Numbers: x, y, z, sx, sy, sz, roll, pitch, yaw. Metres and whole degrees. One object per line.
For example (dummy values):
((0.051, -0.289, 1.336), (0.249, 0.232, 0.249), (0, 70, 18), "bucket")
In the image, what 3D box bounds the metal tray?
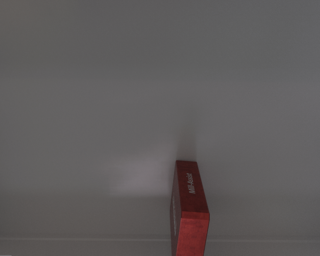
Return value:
((0.033, 0.109, 0.396), (0.030, 0.130, 0.089), (5, 110, -2), "metal tray")
